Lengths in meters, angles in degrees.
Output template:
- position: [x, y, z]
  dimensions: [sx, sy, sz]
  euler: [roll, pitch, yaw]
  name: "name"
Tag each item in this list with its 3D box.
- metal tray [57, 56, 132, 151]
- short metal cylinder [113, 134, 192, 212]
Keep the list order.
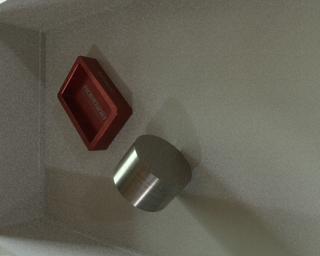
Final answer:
- position: [-0.107, -0.039, 0.489]
  dimensions: [0.090, 0.030, 0.130]
  euler: [-52, 60, 27]
  name: "metal tray"
- position: [-0.009, 0.054, 0.376]
  dimensions: [0.050, 0.081, 0.080]
  euler: [-52, 60, 27]
  name: "short metal cylinder"
